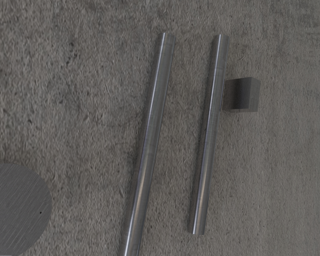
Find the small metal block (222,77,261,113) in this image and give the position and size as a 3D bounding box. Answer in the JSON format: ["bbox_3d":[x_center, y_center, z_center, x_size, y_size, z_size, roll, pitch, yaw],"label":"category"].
[{"bbox_3d":[0.130,-0.052,0.498,0.025,0.050,0.050,13,82,-40],"label":"small metal block"}]

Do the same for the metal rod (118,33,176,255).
[{"bbox_3d":[-0.016,0.025,0.391,0.025,0.025,0.299,16,80,-39],"label":"metal rod"}]

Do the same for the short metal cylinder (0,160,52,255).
[{"bbox_3d":[-0.143,0.068,0.269,0.081,0.050,0.079,0,90,-40],"label":"short metal cylinder"}]

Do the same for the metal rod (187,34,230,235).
[{"bbox_3d":[0.075,0.005,0.467,0.025,0.025,0.299,15,81,-39],"label":"metal rod"}]
